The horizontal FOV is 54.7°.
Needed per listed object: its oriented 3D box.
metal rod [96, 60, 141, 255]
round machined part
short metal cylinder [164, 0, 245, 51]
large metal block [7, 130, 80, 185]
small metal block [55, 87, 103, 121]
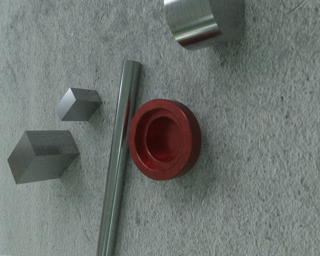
[{"bbox_3d":[-0.062,0.052,0.453,0.025,0.025,0.298,15,99,39],"label":"metal rod"},{"bbox_3d":[0.010,0.014,0.384,0.098,0.042,0.097,0,90,39],"label":"round machined part"},{"bbox_3d":[0.049,-0.127,0.327,0.050,0.081,0.080,-4,87,40],"label":"short metal cylinder"},{"bbox_3d":[-0.199,0.048,0.530,0.080,0.081,0.050,-47,63,30],"label":"large metal block"},{"bbox_3d":[-0.129,-0.036,0.492,0.050,0.050,0.025,-45,63,30],"label":"small metal block"}]
